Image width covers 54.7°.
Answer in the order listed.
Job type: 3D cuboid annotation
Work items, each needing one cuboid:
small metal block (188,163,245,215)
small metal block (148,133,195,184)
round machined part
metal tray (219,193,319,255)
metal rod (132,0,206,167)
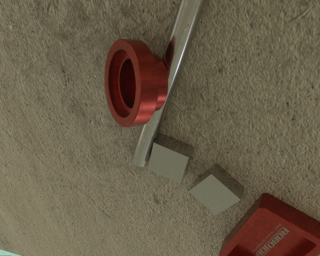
[{"bbox_3d":[0.076,0.083,0.417,0.050,0.025,0.050,42,129,-1],"label":"small metal block"},{"bbox_3d":[0.015,0.042,0.424,0.050,0.025,0.050,22,127,14],"label":"small metal block"},{"bbox_3d":[-0.026,-0.051,0.356,0.098,0.042,0.097,18,111,57],"label":"round machined part"},{"bbox_3d":[0.149,0.157,0.421,0.090,0.030,0.129,29,128,9],"label":"metal tray"},{"bbox_3d":[0.011,-0.065,0.359,0.025,0.025,0.298,27,128,10],"label":"metal rod"}]
